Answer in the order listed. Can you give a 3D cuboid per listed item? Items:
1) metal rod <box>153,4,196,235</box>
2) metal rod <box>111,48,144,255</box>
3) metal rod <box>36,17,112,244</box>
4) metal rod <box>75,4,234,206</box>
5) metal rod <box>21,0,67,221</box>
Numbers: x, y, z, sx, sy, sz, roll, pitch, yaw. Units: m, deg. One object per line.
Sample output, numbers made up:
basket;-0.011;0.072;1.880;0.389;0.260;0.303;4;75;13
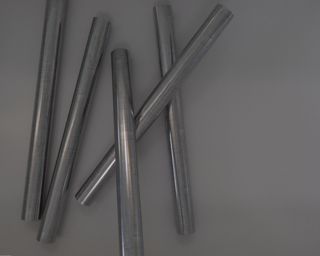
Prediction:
metal rod;0.019;-0.011;0.411;0.025;0.025;0.298;-6;90;0
metal rod;-0.038;0.038;0.354;0.025;0.025;0.299;-6;67;0
metal rod;-0.113;0.003;0.410;0.025;0.025;0.298;14;90;0
metal rod;-0.012;-0.022;0.390;0.025;0.025;0.299;37;98;0
metal rod;-0.153;-0.029;0.410;0.025;0.025;0.298;7;90;0
